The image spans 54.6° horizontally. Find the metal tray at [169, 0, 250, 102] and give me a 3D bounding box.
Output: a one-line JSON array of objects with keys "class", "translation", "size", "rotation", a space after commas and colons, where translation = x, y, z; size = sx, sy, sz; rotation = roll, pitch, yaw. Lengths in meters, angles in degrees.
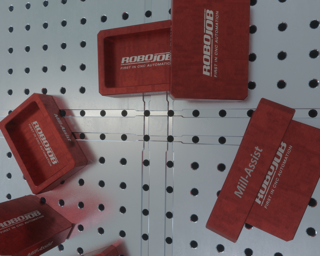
[{"class": "metal tray", "translation": [0.058, -0.098, 0.372], "size": [0.091, 0.030, 0.129], "rotation": [1, 90, -3]}]

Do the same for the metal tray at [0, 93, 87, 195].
[{"class": "metal tray", "translation": [-0.181, 0.023, 0.474], "size": [0.090, 0.030, 0.130], "rotation": [-35, 79, 16]}]

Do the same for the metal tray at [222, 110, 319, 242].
[{"class": "metal tray", "translation": [0.132, 0.052, 0.363], "size": [0.090, 0.030, 0.129], "rotation": [22, 97, 18]}]

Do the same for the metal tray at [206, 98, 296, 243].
[{"class": "metal tray", "translation": [0.092, 0.038, 0.312], "size": [0.030, 0.090, 0.129], "rotation": [24, 98, 19]}]

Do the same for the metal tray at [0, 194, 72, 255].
[{"class": "metal tray", "translation": [-0.197, 0.140, 0.427], "size": [0.090, 0.130, 0.030], "rotation": [30, 100, 17]}]

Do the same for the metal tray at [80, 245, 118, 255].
[{"class": "metal tray", "translation": [-0.111, 0.235, 0.450], "size": [0.130, 0.030, 0.090], "rotation": [-25, 82, 18]}]

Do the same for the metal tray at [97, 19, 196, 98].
[{"class": "metal tray", "translation": [-0.019, -0.091, 0.416], "size": [0.130, 0.030, 0.090], "rotation": [-2, 89, 20]}]
